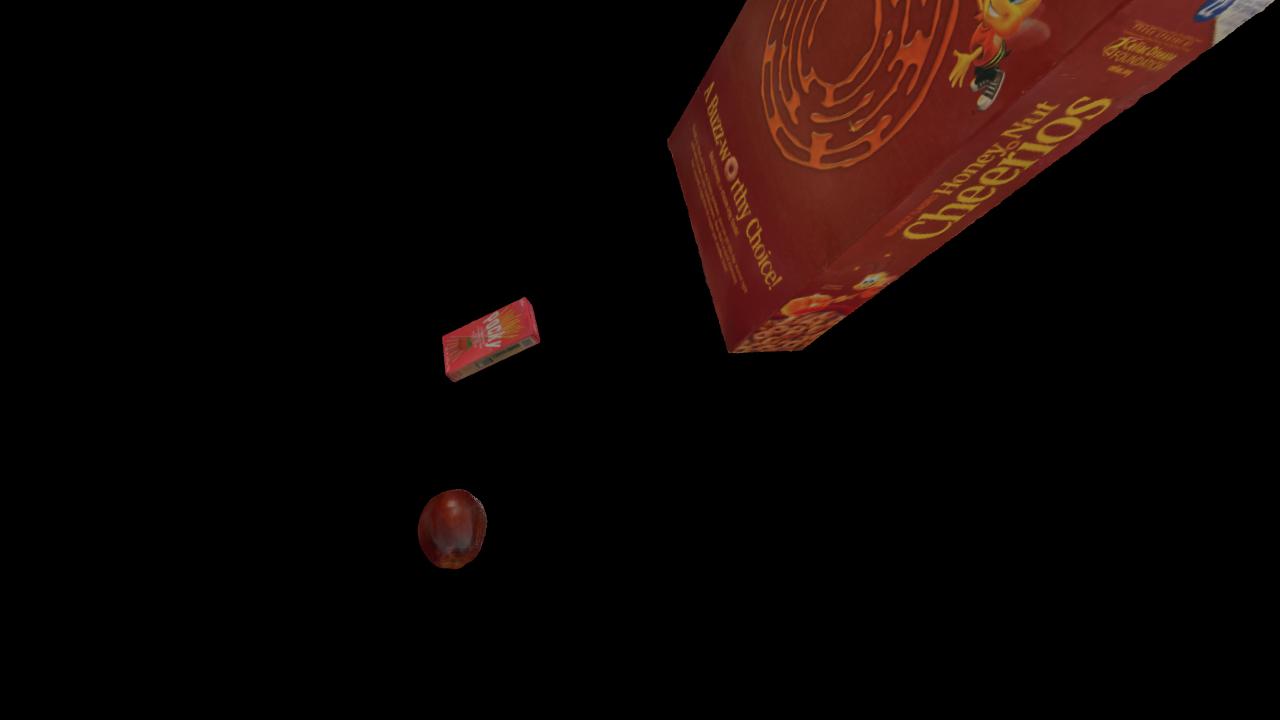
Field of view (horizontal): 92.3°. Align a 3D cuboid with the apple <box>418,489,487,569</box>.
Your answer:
[{"bbox_3d":[-0.221,0.197,0.724,0.079,0.093,0.079,-11,-41,-9],"label":"apple"}]

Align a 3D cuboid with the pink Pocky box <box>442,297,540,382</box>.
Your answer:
[{"bbox_3d":[-0.235,-0.033,0.963,0.155,0.084,0.029,-24,-38,6],"label":"pink Pocky box"}]

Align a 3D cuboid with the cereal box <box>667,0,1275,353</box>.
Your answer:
[{"bbox_3d":[0.128,-0.157,0.365,0.081,0.203,0.306,-2,-24,-25],"label":"cereal box"}]
